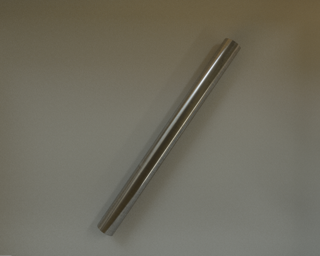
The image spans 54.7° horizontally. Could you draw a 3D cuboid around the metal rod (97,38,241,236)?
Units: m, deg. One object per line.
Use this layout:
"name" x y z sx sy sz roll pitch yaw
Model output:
"metal rod" 0.012 0.012 0.411 0.025 0.025 0.299 34 90 -1
